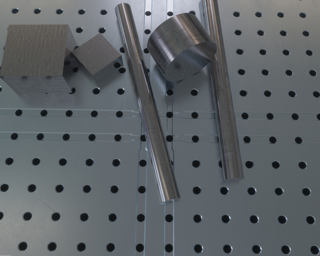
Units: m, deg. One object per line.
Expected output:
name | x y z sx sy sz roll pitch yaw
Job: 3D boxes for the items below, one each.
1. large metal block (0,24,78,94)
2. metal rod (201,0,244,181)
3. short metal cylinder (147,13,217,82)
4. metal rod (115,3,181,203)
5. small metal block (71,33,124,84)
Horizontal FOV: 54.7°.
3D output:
large metal block | -0.165 -0.095 0.432 0.081 0.050 0.080 0 70 0
metal rod | 0.085 -0.075 0.439 0.025 0.025 0.299 -3 70 -1
short metal cylinder | 0.030 -0.108 0.422 0.080 0.080 0.050 -26 72 -9
metal rod | -0.022 -0.048 0.428 0.025 0.025 0.299 -13 71 -5
small metal block | -0.090 -0.101 0.448 0.050 0.025 0.050 -39 75 -13
